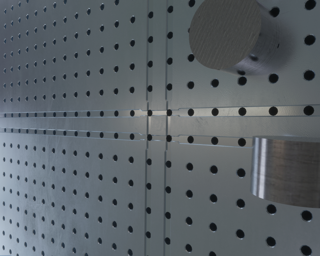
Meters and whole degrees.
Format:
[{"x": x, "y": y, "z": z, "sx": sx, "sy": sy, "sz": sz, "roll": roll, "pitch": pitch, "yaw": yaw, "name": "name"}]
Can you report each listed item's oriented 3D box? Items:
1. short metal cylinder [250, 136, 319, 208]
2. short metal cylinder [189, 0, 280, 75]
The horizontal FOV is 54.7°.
[{"x": 0.122, "y": 0.034, "z": 0.273, "sx": 0.080, "sy": 0.081, "sz": 0.050, "roll": 4, "pitch": 93, "yaw": 40, "name": "short metal cylinder"}, {"x": 0.078, "y": -0.099, "z": 0.328, "sx": 0.080, "sy": 0.050, "sz": 0.079, "roll": 0, "pitch": 90, "yaw": 40, "name": "short metal cylinder"}]
